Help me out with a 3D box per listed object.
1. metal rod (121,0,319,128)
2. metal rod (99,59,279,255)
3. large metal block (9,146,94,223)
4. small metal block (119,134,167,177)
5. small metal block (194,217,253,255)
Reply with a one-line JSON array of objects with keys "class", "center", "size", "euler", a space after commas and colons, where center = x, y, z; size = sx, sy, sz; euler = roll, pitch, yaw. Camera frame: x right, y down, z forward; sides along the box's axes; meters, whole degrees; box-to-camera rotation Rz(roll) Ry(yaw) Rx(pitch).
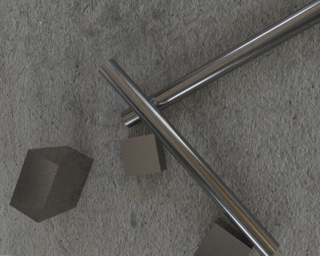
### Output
[{"class": "metal rod", "center": [0.081, -0.079, 0.380], "size": [0.300, 0.025, 0.025], "euler": [-28, 81, 17]}, {"class": "metal rod", "center": [0.031, 0.032, 0.379], "size": [0.025, 0.025, 0.300], "euler": [-43, 84, 15]}, {"class": "large metal block", "center": [-0.147, 0.073, 0.430], "size": [0.050, 0.080, 0.080], "euler": [24, 98, 18]}, {"class": "small metal block", "center": [-0.022, 0.036, 0.416], "size": [0.050, 0.025, 0.050], "euler": [-11, 86, 19]}, {"class": "small metal block", "center": [0.078, 0.148, 0.381], "size": [0.050, 0.025, 0.050], "euler": [34, 101, 16]}]
